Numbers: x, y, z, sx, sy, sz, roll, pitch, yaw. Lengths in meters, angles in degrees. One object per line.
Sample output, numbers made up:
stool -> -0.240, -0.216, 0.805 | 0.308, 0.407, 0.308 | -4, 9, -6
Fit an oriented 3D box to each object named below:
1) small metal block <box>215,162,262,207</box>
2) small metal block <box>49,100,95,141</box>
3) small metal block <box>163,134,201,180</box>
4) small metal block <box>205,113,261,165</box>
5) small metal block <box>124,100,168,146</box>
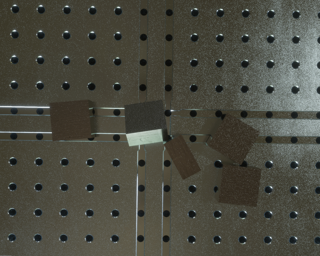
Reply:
small metal block -> 0.104, 0.075, 0.415 | 0.050, 0.025, 0.050 | 7, 90, -1
small metal block -> -0.116, -0.010, 0.412 | 0.050, 0.025, 0.050 | -5, 90, -1
small metal block -> 0.027, 0.035, 0.401 | 0.025, 0.050, 0.050 | -29, 91, 0
small metal block -> 0.096, 0.014, 0.415 | 0.050, 0.025, 0.050 | 30, 90, -1
small metal block -> -0.018, -0.007, 0.400 | 0.050, 0.025, 0.050 | -8, 49, -1
